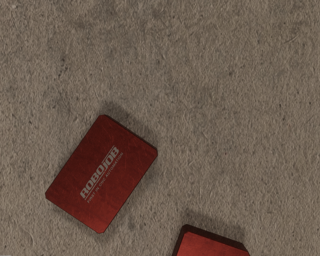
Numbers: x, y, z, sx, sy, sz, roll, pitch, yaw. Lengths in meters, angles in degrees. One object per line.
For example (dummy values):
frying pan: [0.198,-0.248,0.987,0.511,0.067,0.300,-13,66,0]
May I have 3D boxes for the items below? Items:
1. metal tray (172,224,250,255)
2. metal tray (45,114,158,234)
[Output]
metal tray: [0.053,0.205,0.408,0.090,0.030,0.129,20,90,-1]
metal tray: [-0.074,0.058,0.407,0.090,0.030,0.130,35,90,-1]
